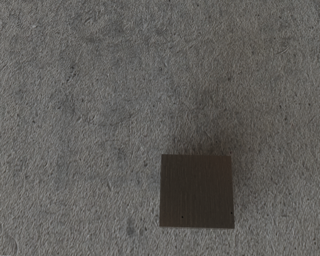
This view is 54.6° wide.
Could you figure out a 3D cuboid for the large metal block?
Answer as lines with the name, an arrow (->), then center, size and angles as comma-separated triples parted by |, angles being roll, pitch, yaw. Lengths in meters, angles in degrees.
large metal block -> 0.041, 0.077, 0.367 | 0.080, 0.050, 0.080 | 2, 70, 0
